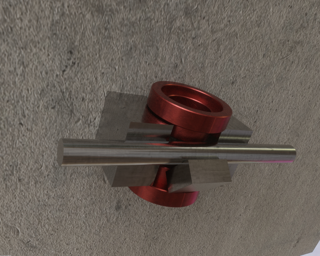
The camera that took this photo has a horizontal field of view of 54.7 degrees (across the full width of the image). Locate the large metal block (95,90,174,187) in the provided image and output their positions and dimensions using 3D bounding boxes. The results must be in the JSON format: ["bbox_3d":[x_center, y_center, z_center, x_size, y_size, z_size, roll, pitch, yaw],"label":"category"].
[{"bbox_3d":[-0.035,0.011,0.360,0.050,0.080,0.079,4,116,-31],"label":"large metal block"}]

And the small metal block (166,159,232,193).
[{"bbox_3d":[0.042,0.054,0.343,0.050,0.025,0.050,2,158,-28],"label":"small metal block"}]

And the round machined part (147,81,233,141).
[{"bbox_3d":[0.032,-0.017,0.368,0.099,0.098,0.042,4,118,-30],"label":"round machined part"}]

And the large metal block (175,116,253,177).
[{"bbox_3d":[0.067,0.018,0.421,0.050,0.080,0.079,4,117,-30],"label":"large metal block"}]

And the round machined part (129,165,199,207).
[{"bbox_3d":[0.008,0.056,0.400,0.099,0.098,0.042,4,111,-31],"label":"round machined part"}]

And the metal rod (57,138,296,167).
[{"bbox_3d":[0.044,0.028,0.346,0.302,0.025,0.025,3,117,-30],"label":"metal rod"}]
